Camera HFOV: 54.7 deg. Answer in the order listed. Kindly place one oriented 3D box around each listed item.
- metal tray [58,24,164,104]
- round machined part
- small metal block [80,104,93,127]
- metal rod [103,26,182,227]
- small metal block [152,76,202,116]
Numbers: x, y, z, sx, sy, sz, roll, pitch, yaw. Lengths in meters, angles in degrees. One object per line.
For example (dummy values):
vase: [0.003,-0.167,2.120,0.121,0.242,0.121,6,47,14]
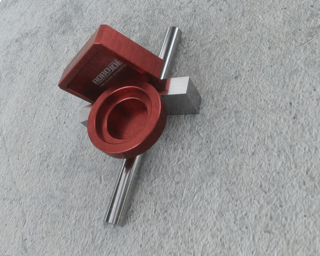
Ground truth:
metal tray: [-0.069,-0.071,0.412,0.130,0.090,0.030,-26,45,50]
round machined part: [-0.036,-0.008,0.381,0.098,0.042,0.098,-11,61,20]
small metal block: [-0.075,-0.013,0.435,0.050,0.050,0.025,-18,55,18]
metal rod: [-0.016,-0.018,0.424,0.025,0.025,0.300,2,63,29]
small metal block: [0.021,-0.040,0.401,0.050,0.050,0.025,-1,61,27]
